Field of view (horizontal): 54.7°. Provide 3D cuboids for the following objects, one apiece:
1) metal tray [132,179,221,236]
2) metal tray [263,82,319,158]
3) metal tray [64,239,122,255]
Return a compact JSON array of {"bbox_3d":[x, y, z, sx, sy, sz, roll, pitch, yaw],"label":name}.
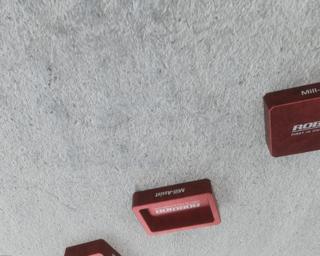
[{"bbox_3d":[0.029,0.135,0.518,0.130,0.030,0.090,-13,129,10],"label":"metal tray"},{"bbox_3d":[0.203,-0.013,0.395,0.131,0.030,0.090,-11,130,9],"label":"metal tray"},{"bbox_3d":[-0.127,0.284,0.645,0.090,0.030,0.130,-19,128,15],"label":"metal tray"}]
